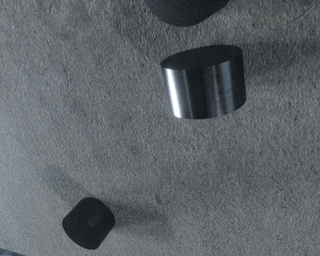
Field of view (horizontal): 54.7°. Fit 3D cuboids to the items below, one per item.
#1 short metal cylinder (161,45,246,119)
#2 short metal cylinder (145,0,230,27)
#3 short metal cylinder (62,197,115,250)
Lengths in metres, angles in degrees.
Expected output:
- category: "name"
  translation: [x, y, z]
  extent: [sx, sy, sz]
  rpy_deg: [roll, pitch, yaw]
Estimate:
- category: "short metal cylinder"
  translation: [0.045, -0.049, 0.317]
  extent: [0.080, 0.080, 0.050]
  rpy_deg: [2, 119, 27]
- category: "short metal cylinder"
  translation: [0.028, -0.141, 0.289]
  extent: [0.080, 0.050, 0.079]
  rpy_deg: [13, 124, 21]
- category: "short metal cylinder"
  translation: [-0.130, 0.175, 0.567]
  extent: [0.080, 0.050, 0.079]
  rpy_deg: [13, 124, 21]
